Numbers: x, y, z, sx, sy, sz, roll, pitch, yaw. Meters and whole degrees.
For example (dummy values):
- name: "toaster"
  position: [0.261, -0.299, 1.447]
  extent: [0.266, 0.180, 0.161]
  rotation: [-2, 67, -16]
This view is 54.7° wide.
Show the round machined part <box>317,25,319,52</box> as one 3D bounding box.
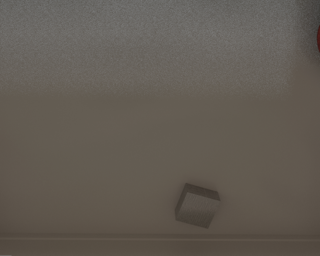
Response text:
- name: "round machined part"
  position: [0.234, -0.111, 0.350]
  extent: [0.098, 0.042, 0.097]
  rotation: [16, 127, 23]

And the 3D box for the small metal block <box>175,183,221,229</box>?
- name: "small metal block"
  position: [0.054, 0.114, 0.454]
  extent: [0.050, 0.025, 0.050]
  rotation: [17, 109, -7]
